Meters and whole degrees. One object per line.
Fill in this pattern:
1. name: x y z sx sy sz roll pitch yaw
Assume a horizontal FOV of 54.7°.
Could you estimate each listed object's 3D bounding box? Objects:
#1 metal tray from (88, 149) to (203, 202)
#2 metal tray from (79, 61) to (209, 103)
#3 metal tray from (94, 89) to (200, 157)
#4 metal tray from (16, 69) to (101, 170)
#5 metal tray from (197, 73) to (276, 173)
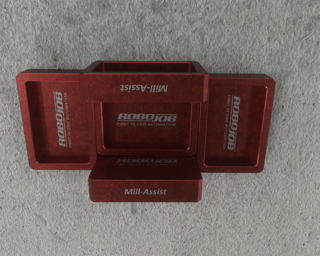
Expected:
1. metal tray: -0.017 0.057 0.396 0.131 0.090 0.030 0 110 -1
2. metal tray: -0.016 -0.056 0.356 0.131 0.090 0.030 0 110 -1
3. metal tray: -0.017 -0.010 0.404 0.131 0.030 0.089 1 110 -1
4. metal tray: -0.127 -0.009 0.403 0.091 0.030 0.129 0 110 -1
5. metal tray: 0.095 -0.005 0.408 0.091 0.030 0.129 0 110 -1
